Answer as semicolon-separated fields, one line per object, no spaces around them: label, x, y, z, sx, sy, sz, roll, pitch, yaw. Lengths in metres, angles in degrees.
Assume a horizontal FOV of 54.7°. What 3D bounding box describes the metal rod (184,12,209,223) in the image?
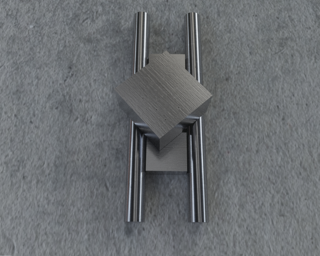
metal rod;0.047;-0.028;0.420;0.025;0.025;0.299;1;70;0

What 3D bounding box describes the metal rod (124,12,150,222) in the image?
metal rod;-0.029;-0.028;0.420;0.025;0.025;0.299;1;70;0

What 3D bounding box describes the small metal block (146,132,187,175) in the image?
small metal block;0.008;0.033;0.396;0.050;0.025;0.050;1;70;0

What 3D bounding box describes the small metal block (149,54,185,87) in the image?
small metal block;0.009;-0.076;0.436;0.050;0.025;0.050;1;70;0

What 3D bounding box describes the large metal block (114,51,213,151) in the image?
large metal block;0.004;-0.033;0.379;0.080;0.050;0.080;-39;75;-13
